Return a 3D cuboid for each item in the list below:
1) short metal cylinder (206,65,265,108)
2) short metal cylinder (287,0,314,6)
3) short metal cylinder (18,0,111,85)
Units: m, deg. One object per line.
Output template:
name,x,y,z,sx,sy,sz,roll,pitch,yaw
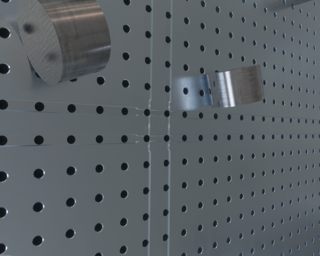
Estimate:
short metal cylinder,0.113,-0.063,0.468,0.081,0.080,0.050,-19,102,-38
short metal cylinder,0.296,-0.301,0.640,0.081,0.050,0.079,0,90,-40
short metal cylinder,-0.092,-0.087,0.296,0.050,0.080,0.080,-27,107,-37
